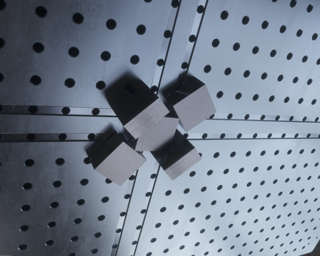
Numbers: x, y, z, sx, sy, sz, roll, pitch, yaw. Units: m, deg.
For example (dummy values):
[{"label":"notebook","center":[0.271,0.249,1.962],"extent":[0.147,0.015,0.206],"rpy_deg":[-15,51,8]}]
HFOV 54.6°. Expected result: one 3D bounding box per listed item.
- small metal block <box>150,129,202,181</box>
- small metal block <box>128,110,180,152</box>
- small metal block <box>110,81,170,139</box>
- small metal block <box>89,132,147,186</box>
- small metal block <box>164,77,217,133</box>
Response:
[{"label":"small metal block","center":[0.021,0.037,0.428],"extent":[0.050,0.050,0.025],"rpy_deg":[-36,129,-4]},{"label":"small metal block","center":[-0.008,0.003,0.407],"extent":[0.050,0.025,0.050],"rpy_deg":[4,115,-29]},{"label":"small metal block","center":[-0.025,-0.022,0.367],"extent":[0.050,0.050,0.025],"rpy_deg":[-39,130,-1]},{"label":"small metal block","center":[-0.054,0.041,0.406],"extent":[0.050,0.025,0.050],"rpy_deg":[-44,130,2]},{"label":"small metal block","center":[0.042,-0.031,0.414],"extent":[0.050,0.025,0.050],"rpy_deg":[-34,129,-5]}]
